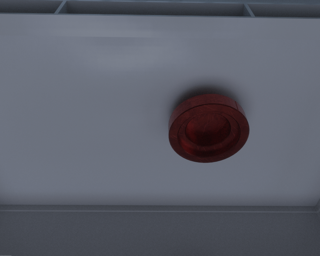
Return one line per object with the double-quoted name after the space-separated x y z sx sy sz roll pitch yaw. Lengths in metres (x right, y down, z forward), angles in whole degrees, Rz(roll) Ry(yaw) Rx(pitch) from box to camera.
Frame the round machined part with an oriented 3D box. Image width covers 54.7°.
0.060 -0.004 0.395 0.099 0.042 0.097 0 130 0 "round machined part"
